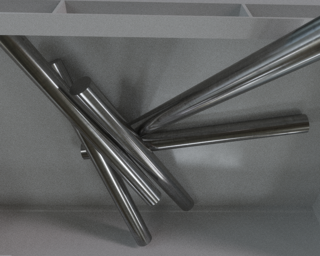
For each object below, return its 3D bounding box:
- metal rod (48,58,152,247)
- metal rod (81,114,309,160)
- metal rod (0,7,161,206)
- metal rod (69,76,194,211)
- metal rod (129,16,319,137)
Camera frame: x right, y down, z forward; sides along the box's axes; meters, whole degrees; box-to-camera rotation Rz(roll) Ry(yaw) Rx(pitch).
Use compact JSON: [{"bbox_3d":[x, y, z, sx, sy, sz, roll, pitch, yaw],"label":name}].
[{"bbox_3d":[-0.073,0.051,0.414,0.025,0.025,0.299,-15,118,12],"label":"metal rod"},{"bbox_3d":[0.042,0.013,0.420,0.302,0.025,0.025,-7,130,5],"label":"metal rod"},{"bbox_3d":[-0.087,-0.008,0.356,0.025,0.025,0.300,-25,121,19],"label":"metal rod"},{"bbox_3d":[-0.017,0.043,0.412,0.025,0.025,0.300,-20,138,16],"label":"metal rod"},{"bbox_3d":[0.040,-0.029,0.291,0.025,0.025,0.299,28,154,-22],"label":"metal rod"}]
